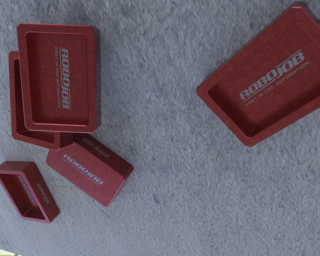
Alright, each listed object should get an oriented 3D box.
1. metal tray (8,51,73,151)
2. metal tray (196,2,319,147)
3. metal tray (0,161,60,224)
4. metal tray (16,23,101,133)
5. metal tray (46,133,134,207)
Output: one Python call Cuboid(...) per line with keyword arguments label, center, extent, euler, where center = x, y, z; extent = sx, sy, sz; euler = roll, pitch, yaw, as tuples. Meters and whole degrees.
Cuboid(label="metal tray", center=(-0.169, -0.040, 0.442), extent=(0.090, 0.030, 0.129), euler=(12, 107, 21))
Cuboid(label="metal tray", center=(0.113, -0.047, 0.314), extent=(0.090, 0.030, 0.129), euler=(46, 129, -5))
Cuboid(label="metal tray", center=(-0.265, 0.128, 0.618), extent=(0.090, 0.030, 0.129), euler=(-3, 117, 29))
Cuboid(label="metal tray", center=(-0.122, -0.061, 0.386), extent=(0.091, 0.030, 0.129), euler=(3, 106, 1))
Cuboid(label="metal tray", center=(-0.116, 0.060, 0.499), extent=(0.130, 0.030, 0.089), euler=(35, 129, 4))
